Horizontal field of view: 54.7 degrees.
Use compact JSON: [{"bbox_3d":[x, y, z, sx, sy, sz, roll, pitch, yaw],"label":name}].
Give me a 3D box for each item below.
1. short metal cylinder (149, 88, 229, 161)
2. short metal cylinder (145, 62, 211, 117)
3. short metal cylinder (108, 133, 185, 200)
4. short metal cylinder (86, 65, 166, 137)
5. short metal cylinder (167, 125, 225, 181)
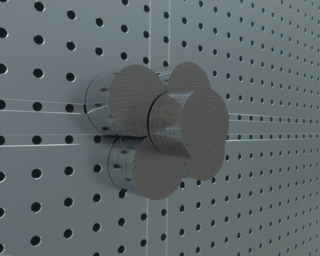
[{"bbox_3d":[0.034,-0.004,0.356,0.081,0.050,0.079,-2,93,-41],"label":"short metal cylinder"},{"bbox_3d":[0.023,-0.044,0.413,0.081,0.050,0.079,0,90,-40],"label":"short metal cylinder"},{"bbox_3d":[-0.016,0.044,0.381,0.081,0.050,0.079,0,90,-40],"label":"short metal cylinder"},{"bbox_3d":[-0.038,-0.030,0.361,0.081,0.050,0.079,0,90,-40],"label":"short metal cylinder"},{"bbox_3d":[0.045,0.030,0.432,0.081,0.050,0.079,0,90,-40],"label":"short metal cylinder"}]
